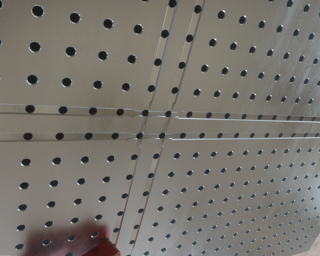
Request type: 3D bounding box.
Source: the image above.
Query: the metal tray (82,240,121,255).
[{"bbox_3d":[-0.121,0.240,0.467,0.131,0.030,0.089,-22,129,-37],"label":"metal tray"}]
